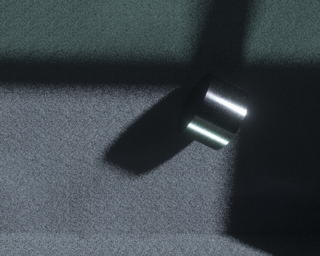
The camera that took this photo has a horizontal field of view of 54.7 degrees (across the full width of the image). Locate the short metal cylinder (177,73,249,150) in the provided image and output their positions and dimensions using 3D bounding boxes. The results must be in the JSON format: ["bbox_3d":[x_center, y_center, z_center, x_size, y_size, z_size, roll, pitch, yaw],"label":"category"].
[{"bbox_3d":[0.062,-0.020,0.376,0.050,0.080,0.080,26,108,-10],"label":"short metal cylinder"}]
